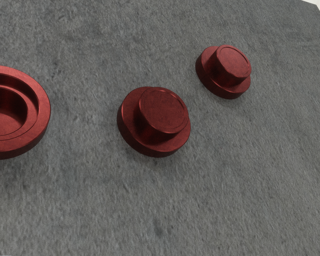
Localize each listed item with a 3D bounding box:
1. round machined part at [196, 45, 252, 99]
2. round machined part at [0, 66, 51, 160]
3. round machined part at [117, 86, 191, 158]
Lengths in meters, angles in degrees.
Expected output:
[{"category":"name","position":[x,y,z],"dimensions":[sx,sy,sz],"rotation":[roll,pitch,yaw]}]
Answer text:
[{"category":"round machined part","position":[0.112,-0.100,0.517],"dimensions":[0.099,0.042,0.098],"rotation":[14,56,-21]},{"category":"round machined part","position":[-0.165,-0.012,0.312],"dimensions":[0.099,0.042,0.098],"rotation":[14,56,-21]},{"category":"round machined part","position":[-0.002,-0.014,0.402],"dimensions":[0.099,0.042,0.098],"rotation":[14,56,-21]}]
